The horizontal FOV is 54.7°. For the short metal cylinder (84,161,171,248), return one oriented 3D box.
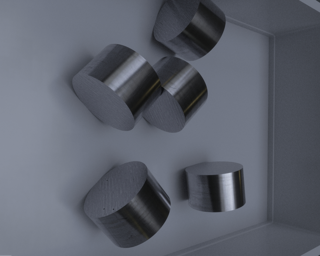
[{"bbox_3d":[-0.035,0.083,0.343,0.080,0.080,0.050,-48,119,-29],"label":"short metal cylinder"}]

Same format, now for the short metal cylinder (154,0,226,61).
[{"bbox_3d":[0.038,-0.135,0.404,0.050,0.080,0.080,26,74,-38],"label":"short metal cylinder"}]

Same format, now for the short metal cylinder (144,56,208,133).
[{"bbox_3d":[0.011,-0.040,0.382,0.050,0.080,0.080,-48,119,-30],"label":"short metal cylinder"}]

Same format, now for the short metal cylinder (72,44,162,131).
[{"bbox_3d":[-0.046,-0.042,0.334,0.080,0.080,0.050,53,59,-28],"label":"short metal cylinder"}]

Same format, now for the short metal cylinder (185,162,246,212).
[{"bbox_3d":[0.078,0.081,0.439,0.081,0.080,0.050,-10,97,-40],"label":"short metal cylinder"}]
